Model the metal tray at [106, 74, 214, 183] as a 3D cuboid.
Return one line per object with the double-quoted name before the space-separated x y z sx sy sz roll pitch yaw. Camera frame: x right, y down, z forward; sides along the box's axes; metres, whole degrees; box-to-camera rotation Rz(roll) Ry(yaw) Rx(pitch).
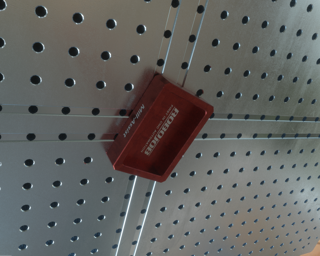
"metal tray" 0.001 0.005 0.411 0.090 0.030 0.129 24 106 -37
